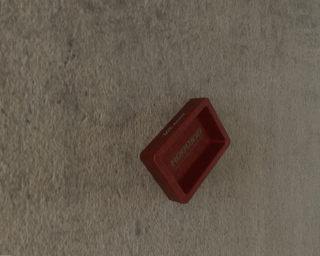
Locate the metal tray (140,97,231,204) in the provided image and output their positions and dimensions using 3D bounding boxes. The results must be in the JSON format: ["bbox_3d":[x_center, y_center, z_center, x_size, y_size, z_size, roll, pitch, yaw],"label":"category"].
[{"bbox_3d":[0.041,0.029,0.438,0.131,0.030,0.090,-47,118,-30],"label":"metal tray"}]
